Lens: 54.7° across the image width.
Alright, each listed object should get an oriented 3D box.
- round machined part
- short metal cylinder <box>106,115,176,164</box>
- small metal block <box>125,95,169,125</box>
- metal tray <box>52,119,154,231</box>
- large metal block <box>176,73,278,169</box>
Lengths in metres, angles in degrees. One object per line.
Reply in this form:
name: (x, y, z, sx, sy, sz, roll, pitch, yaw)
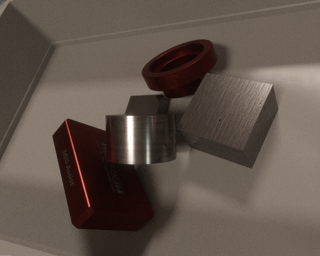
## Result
round machined part: (0.029, -0.075, 0.409, 0.098, 0.042, 0.098, -20, 29, 12)
short metal cylinder: (-0.021, 0.010, 0.356, 0.080, 0.080, 0.050, 2, 94, 28)
small metal block: (-0.020, -0.017, 0.426, 0.050, 0.025, 0.050, 1, 62, 28)
metal tray: (-0.068, 0.054, 0.362, 0.030, 0.090, 0.130, -46, 49, 21)
large metal block: (0.078, -0.010, 0.354, 0.080, 0.050, 0.080, 18, 71, 34)
